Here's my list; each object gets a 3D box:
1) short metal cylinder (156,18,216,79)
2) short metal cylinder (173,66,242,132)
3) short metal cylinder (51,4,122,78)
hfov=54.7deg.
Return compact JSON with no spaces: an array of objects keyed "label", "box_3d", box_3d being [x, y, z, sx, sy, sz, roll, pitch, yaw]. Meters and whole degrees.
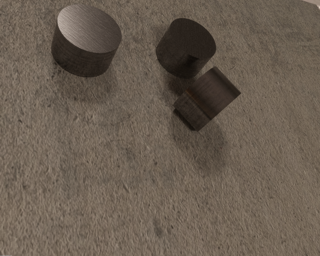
[{"label":"short metal cylinder","box_3d":[0.041,-0.125,0.488,0.081,0.050,0.080,14,56,-21]},{"label":"short metal cylinder","box_3d":[0.065,-0.039,0.429,0.050,0.080,0.080,48,51,5]},{"label":"short metal cylinder","box_3d":[-0.097,-0.114,0.406,0.081,0.050,0.080,14,56,-21]}]
